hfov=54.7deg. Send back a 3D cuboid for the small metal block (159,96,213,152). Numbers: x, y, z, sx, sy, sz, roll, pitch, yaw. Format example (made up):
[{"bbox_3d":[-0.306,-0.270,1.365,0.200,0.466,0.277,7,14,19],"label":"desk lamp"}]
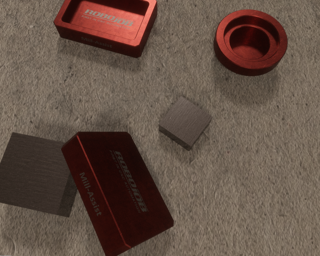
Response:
[{"bbox_3d":[0.033,-0.006,0.411,0.050,0.025,0.050,35,73,11],"label":"small metal block"}]

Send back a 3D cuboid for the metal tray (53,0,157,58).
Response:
[{"bbox_3d":[-0.079,-0.165,0.464,0.131,0.030,0.090,17,71,5],"label":"metal tray"}]

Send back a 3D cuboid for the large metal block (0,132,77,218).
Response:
[{"bbox_3d":[-0.143,0.057,0.372,0.080,0.050,0.080,11,70,3],"label":"large metal block"}]

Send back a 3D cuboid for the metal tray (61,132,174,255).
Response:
[{"bbox_3d":[-0.045,0.066,0.349,0.030,0.091,0.130,-38,70,26],"label":"metal tray"}]

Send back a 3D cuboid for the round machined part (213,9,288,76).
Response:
[{"bbox_3d":[0.126,-0.117,0.443,0.099,0.042,0.098,0,70,-1],"label":"round machined part"}]
